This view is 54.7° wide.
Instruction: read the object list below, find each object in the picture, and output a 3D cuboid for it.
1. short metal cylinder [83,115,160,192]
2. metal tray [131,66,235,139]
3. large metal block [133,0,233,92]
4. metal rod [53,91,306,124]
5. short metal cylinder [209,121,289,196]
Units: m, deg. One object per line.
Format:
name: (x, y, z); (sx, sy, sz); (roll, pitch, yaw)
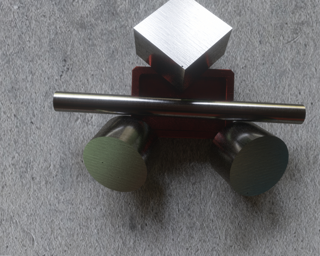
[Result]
short metal cylinder: (-0.045, 0.031, 0.380); (0.080, 0.050, 0.079); (9, 123, 15)
metal tray: (0.029, -0.032, 0.409); (0.131, 0.030, 0.089); (2, 90, 0)
large metal block: (0.026, -0.105, 0.377); (0.080, 0.050, 0.080); (42, 73, 15)
metal rod: (0.024, -0.025, 0.381); (0.302, 0.025, 0.025); (3, 90, -1)
short metal cylinder: (0.109, 0.036, 0.383); (0.081, 0.050, 0.079); (-8, 114, -18)
